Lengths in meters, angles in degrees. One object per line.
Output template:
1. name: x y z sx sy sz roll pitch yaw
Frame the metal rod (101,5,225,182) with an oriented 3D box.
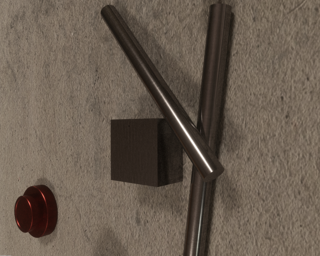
1. metal rod: -0.011 -0.063 0.392 0.025 0.025 0.299 -49 55 28

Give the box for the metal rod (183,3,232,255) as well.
1. metal rod: 0.054 0.012 0.359 0.025 0.025 0.298 9 96 39

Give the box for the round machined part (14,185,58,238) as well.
1. round machined part: -0.241 0.160 0.589 0.098 0.042 0.097 0 90 39

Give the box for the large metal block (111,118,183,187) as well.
1. large metal block: -0.018 0.028 0.401 0.080 0.050 0.079 0 90 39
